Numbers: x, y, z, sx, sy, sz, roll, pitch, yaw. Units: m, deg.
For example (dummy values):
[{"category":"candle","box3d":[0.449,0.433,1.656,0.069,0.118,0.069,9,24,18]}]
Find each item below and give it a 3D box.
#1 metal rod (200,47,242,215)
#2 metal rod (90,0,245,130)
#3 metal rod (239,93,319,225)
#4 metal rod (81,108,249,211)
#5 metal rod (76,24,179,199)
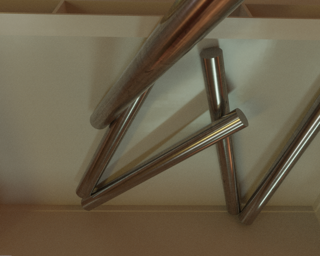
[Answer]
[{"category":"metal rod","box3d":[0.091,0.028,0.434,0.025,0.025,0.299,-11,130,8]},{"category":"metal rod","box3d":[-0.023,-0.039,0.267,0.025,0.025,0.299,21,162,-17]},{"category":"metal rod","box3d":[0.182,0.036,0.430,0.025,0.025,0.298,12,126,-10]},{"category":"metal rod","box3d":[-0.012,0.057,0.438,0.299,0.025,0.025,-33,124,31]},{"category":"metal rod","box3d":[-0.055,0.000,0.408,0.025,0.025,0.298,21,127,-17]}]
